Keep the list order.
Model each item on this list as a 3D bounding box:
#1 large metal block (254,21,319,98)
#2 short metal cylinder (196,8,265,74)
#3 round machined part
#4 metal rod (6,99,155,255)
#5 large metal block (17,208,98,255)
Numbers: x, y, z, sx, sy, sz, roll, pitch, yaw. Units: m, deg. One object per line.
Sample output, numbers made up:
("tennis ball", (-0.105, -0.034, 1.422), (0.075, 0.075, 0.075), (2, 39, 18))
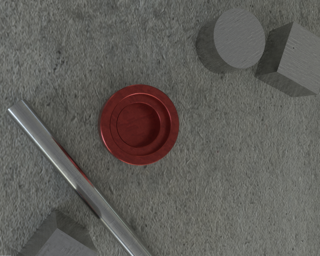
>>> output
("large metal block", (0.203, -0.101, 0.473), (0.080, 0.050, 0.080), (23, 82, -19))
("short metal cylinder", (0.098, -0.119, 0.433), (0.081, 0.050, 0.079), (0, 90, -21))
("round machined part", (-0.029, -0.004, 0.390), (0.099, 0.042, 0.097), (0, 90, -21))
("metal rod", (-0.076, 0.092, 0.381), (0.025, 0.025, 0.299), (-40, 103, -16))
("large metal block", (-0.119, 0.143, 0.336), (0.050, 0.080, 0.080), (41, 77, -16))
